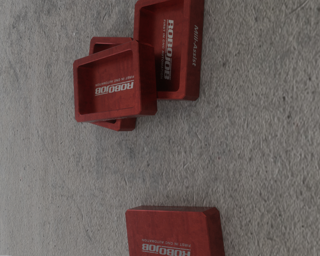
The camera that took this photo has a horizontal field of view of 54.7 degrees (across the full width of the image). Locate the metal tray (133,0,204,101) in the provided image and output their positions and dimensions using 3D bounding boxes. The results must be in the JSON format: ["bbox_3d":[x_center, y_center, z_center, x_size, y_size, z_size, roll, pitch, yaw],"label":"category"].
[{"bbox_3d":[0.007,-0.101,0.395,0.090,0.030,0.129,5,93,39],"label":"metal tray"}]

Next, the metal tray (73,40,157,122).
[{"bbox_3d":[-0.064,-0.057,0.414,0.130,0.030,0.089,-5,87,39],"label":"metal tray"}]

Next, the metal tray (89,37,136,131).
[{"bbox_3d":[-0.071,-0.067,0.459,0.090,0.030,0.129,14,99,39],"label":"metal tray"}]

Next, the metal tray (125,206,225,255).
[{"bbox_3d":[0.015,0.146,0.389,0.130,0.030,0.089,-11,83,39],"label":"metal tray"}]
